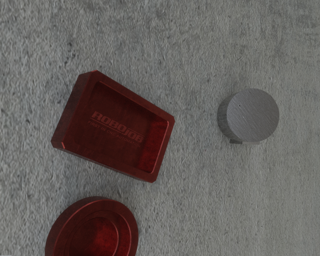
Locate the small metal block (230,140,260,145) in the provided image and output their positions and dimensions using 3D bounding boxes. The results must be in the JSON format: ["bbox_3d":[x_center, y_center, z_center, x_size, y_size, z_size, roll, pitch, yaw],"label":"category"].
[{"bbox_3d":[0.147,0.003,0.531,0.050,0.025,0.050,5,87,-40],"label":"small metal block"}]

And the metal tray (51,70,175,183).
[{"bbox_3d":[-0.047,0.003,0.363,0.131,0.030,0.090,29,72,-37],"label":"metal tray"}]

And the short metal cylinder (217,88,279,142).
[{"bbox_3d":[0.135,-0.018,0.481,0.081,0.050,0.080,0,88,-6],"label":"short metal cylinder"}]

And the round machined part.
[{"bbox_3d":[-0.075,0.122,0.333,0.099,0.042,0.097,0,90,-40],"label":"round machined part"}]
